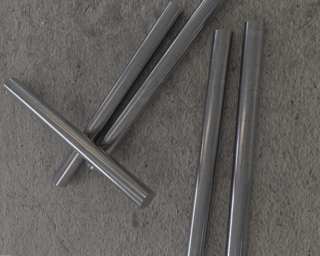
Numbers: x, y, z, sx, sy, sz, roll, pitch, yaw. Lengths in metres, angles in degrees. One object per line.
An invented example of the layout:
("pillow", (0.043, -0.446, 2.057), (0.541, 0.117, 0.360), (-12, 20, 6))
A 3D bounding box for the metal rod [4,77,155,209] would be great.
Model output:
("metal rod", (-0.125, 0.008, 0.427), (0.300, 0.025, 0.025), (35, 101, 26))

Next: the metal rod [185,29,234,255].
("metal rod", (0.061, 0.030, 0.387), (0.025, 0.025, 0.298), (8, 93, 20))

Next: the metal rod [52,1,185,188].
("metal rod", (-0.064, -0.038, 0.431), (0.025, 0.025, 0.299), (39, 102, 15))

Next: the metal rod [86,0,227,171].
("metal rod", (-0.006, -0.062, 0.411), (0.025, 0.025, 0.299), (41, 103, 15))

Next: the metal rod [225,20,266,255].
("metal rod", (0.102, 0.025, 0.372), (0.025, 0.025, 0.298), (5, 92, 20))
